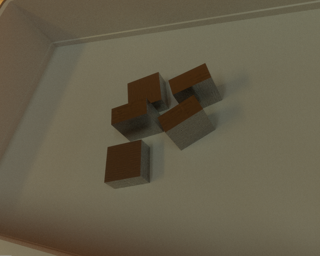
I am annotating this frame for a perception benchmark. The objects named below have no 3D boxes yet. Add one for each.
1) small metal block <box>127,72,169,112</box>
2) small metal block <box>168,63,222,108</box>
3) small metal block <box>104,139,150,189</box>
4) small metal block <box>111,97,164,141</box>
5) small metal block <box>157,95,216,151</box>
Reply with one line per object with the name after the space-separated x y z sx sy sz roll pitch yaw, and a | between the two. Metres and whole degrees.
-0.018 -0.046 0.442 0.050 0.025 0.050 -18 55 17 | small metal block
0.046 -0.048 0.394 0.050 0.050 0.025 -24 53 13 | small metal block
-0.041 0.047 0.397 0.050 0.025 0.050 -13 56 20 | small metal block
-0.029 -0.010 0.410 0.050 0.050 0.025 -17 55 18 | small metal block
0.033 -0.005 0.375 0.050 0.050 0.025 -32 52 7 | small metal block
